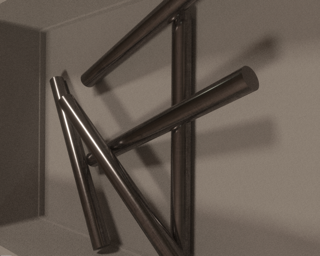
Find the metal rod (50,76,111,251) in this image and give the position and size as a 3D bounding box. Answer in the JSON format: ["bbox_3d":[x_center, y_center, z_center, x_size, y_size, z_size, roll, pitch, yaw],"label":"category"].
[{"bbox_3d":[-0.134,0.042,0.497,0.025,0.025,0.299,-39,62,33],"label":"metal rod"}]

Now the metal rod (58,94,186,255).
[{"bbox_3d":[-0.054,0.064,0.407,0.300,0.025,0.025,51,120,24],"label":"metal rod"}]

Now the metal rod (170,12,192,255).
[{"bbox_3d":[0.026,0.010,0.383,0.025,0.025,0.298,1,90,39],"label":"metal rod"}]

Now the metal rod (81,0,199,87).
[{"bbox_3d":[-0.021,-0.123,0.396,0.299,0.025,0.025,-25,74,45],"label":"metal rod"}]

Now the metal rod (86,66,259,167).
[{"bbox_3d":[-0.012,0.002,0.387,0.299,0.025,0.025,-27,73,45],"label":"metal rod"}]
